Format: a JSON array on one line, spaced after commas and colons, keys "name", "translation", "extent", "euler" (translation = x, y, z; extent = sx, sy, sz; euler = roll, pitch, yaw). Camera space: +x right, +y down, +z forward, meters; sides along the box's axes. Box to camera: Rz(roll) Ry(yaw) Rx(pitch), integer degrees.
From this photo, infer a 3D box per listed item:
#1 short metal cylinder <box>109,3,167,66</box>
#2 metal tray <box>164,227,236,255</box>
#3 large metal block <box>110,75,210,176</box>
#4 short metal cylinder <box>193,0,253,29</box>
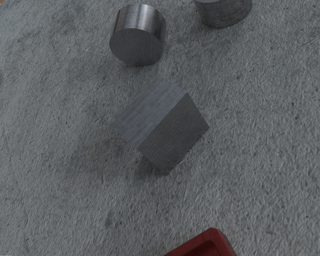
[{"name": "short metal cylinder", "translation": [-0.032, -0.140, 0.471], "extent": [0.080, 0.080, 0.050], "euler": [-7, 59, 24]}, {"name": "metal tray", "translation": [0.022, 0.165, 0.287], "extent": [0.130, 0.030, 0.090], "euler": [-33, 52, 6]}, {"name": "large metal block", "translation": [0.003, -0.001, 0.368], "extent": [0.080, 0.080, 0.050], "euler": [-48, 51, -6]}, {"name": "short metal cylinder", "translation": [0.092, -0.196, 0.460], "extent": [0.080, 0.050, 0.080], "euler": [-13, 56, 21]}]
